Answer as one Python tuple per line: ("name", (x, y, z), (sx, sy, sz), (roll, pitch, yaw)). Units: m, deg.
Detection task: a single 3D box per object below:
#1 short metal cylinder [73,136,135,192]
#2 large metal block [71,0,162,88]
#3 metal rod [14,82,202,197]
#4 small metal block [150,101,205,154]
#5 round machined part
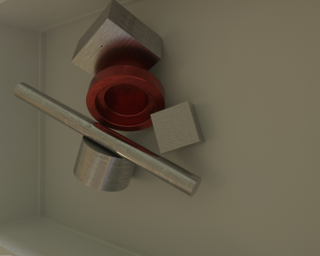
("short metal cylinder", (-0.073, 0.044, 0.429), (0.080, 0.081, 0.050), (32, 111, 35))
("large metal block", (-0.055, -0.103, 0.405), (0.080, 0.080, 0.050), (-37, 35, 33))
("metal rod", (-0.084, 0.005, 0.409), (0.301, 0.025, 0.025), (26, 107, 22))
("small metal block", (0.022, 0.001, 0.378), (0.050, 0.025, 0.050), (-19, 77, 19))
("round machined part", (-0.043, -0.043, 0.403), (0.098, 0.098, 0.042), (-37, 37, 34))
